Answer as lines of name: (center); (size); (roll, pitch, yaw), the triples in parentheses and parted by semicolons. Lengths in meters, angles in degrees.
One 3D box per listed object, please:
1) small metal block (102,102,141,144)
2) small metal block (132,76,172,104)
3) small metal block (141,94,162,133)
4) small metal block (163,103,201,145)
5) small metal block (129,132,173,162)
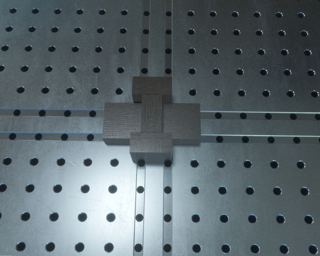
small metal block: (-0.048, -0.006, 0.413); (0.050, 0.025, 0.050); (1, 70, 0)
small metal block: (-0.010, -0.046, 0.415); (0.050, 0.050, 0.025); (1, 70, 0)
small metal block: (-0.010, -0.010, 0.401); (0.025, 0.050, 0.050); (1, 70, 0)
small metal block: (0.028, -0.005, 0.414); (0.050, 0.025, 0.050); (1, 70, 0)
small metal block: (-0.010, 0.025, 0.389); (0.050, 0.050, 0.025); (1, 70, 0)
